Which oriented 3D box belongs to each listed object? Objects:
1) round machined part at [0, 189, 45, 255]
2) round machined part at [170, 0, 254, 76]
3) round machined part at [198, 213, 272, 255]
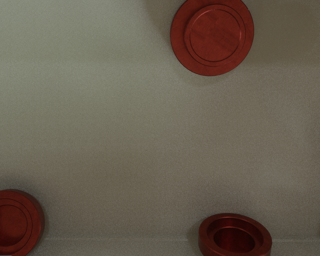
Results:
[{"bbox_3d":[-0.213,0.135,0.437,0.099,0.042,0.097,0,84,-4],"label":"round machined part"},{"bbox_3d":[0.061,-0.109,0.362,0.099,0.042,0.097,0,110,0],"label":"round machined part"},{"bbox_3d":[0.103,0.165,0.434,0.099,0.098,0.042,1,109,0],"label":"round machined part"}]
